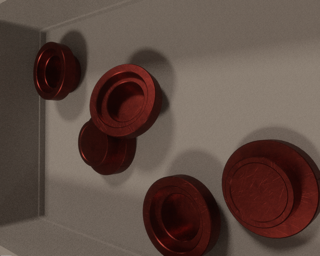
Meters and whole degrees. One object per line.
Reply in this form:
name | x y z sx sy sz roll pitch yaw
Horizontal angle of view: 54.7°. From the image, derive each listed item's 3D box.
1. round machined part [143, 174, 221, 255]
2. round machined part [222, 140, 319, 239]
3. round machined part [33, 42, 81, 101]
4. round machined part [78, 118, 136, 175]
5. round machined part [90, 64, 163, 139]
round machined part | 0.029 0.104 0.370 0.098 0.042 0.097 0 90 39
round machined part | 0.105 0.061 0.308 0.098 0.042 0.097 0 90 39
round machined part | -0.175 -0.096 0.536 0.098 0.042 0.097 0 90 39
round machined part | -0.085 0.022 0.463 0.098 0.042 0.097 0 90 39
round machined part | -0.041 -0.033 0.415 0.098 0.042 0.098 -6 74 23
